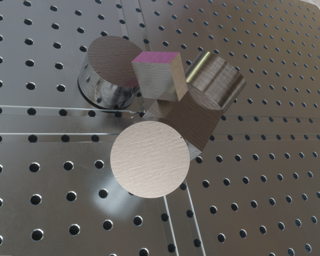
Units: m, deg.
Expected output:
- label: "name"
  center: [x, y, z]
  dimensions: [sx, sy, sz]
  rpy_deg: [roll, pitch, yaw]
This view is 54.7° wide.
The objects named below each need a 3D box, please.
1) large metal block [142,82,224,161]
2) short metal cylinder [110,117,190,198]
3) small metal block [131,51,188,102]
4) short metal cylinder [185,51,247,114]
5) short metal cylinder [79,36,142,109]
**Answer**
- label: "large metal block"
  center: [0.025, -0.010, 0.404]
  dimensions: [0.080, 0.050, 0.080]
  rpy_deg: [38, 51, -3]
- label: "short metal cylinder"
  center: [-0.009, 0.029, 0.338]
  dimensions: [0.080, 0.050, 0.079]
  rpy_deg: [0, 97, 1]
- label: "small metal block"
  center: [0.001, -0.060, 0.361]
  dimensions: [0.050, 0.050, 0.025]
  rpy_deg: [10, 45, 31]
- label: "short metal cylinder"
  center: [0.073, -0.063, 0.437]
  dimensions: [0.080, 0.080, 0.050]
  rpy_deg: [37, 90, -4]
- label: "short metal cylinder"
  center: [-0.059, -0.071, 0.400]
  dimensions: [0.081, 0.050, 0.080]
  rpy_deg: [14, 56, -21]
